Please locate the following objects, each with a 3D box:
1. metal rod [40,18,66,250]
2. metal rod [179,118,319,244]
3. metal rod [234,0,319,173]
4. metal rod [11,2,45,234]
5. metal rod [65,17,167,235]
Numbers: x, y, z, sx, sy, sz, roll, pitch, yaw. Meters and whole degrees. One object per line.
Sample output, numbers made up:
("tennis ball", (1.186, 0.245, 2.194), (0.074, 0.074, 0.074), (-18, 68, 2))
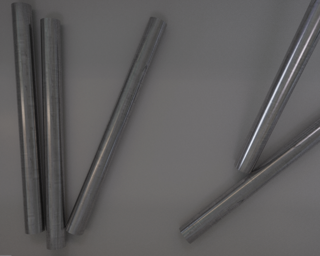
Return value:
("metal rod", (-0.141, 0.008, 0.410), (0.025, 0.025, 0.298), (-2, 90, 0))
("metal rod", (0.151, 0.051, 0.412), (0.300, 0.025, 0.025), (-38, 90, 0))
("metal rod", (0.151, -0.074, 0.348), (0.025, 0.025, 0.298), (17, 117, 0))
("metal rod", (-0.174, -0.013, 0.409), (0.025, 0.025, 0.298), (-3, 90, 0))
("metal rod", (-0.058, -0.003, 0.410), (0.025, 0.025, 0.299), (22, 90, 0))
